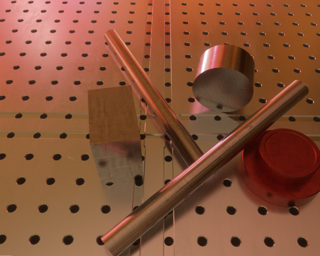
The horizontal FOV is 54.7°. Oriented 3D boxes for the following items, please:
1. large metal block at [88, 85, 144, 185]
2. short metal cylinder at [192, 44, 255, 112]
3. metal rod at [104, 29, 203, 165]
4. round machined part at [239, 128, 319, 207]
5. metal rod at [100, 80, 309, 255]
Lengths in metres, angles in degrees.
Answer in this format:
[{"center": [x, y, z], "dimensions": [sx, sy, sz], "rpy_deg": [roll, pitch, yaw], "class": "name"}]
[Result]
[{"center": [-0.051, 0.009, 0.364], "dimensions": [0.050, 0.080, 0.080], "rpy_deg": [-8, 51, -7], "class": "large metal block"}, {"center": [0.089, -0.068, 0.430], "dimensions": [0.080, 0.080, 0.050], "rpy_deg": [10, 51, 8], "class": "short metal cylinder"}, {"center": [-0.019, -0.058, 0.456], "dimensions": [0.025, 0.025, 0.300], "rpy_deg": [-21, 53, -17], "class": "metal rod"}, {"center": [0.147, 0.039, 0.366], "dimensions": [0.099, 0.042, 0.098], "rpy_deg": [0, 50, 0], "class": "round machined part"}, {"center": [0.064, 0.034, 0.353], "dimensions": [0.301, 0.025, 0.025], "rpy_deg": [-36, 59, -18], "class": "metal rod"}]
